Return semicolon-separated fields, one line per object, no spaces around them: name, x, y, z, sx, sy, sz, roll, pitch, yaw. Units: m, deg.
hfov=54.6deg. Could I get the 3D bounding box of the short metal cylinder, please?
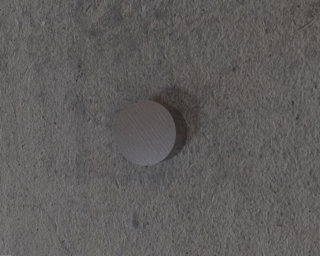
short metal cylinder;-0.010;0.006;0.400;0.080;0.050;0.080;0;90;20
